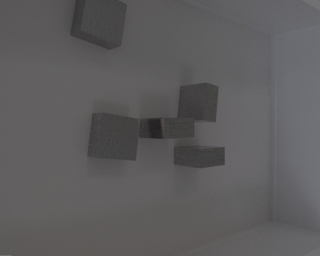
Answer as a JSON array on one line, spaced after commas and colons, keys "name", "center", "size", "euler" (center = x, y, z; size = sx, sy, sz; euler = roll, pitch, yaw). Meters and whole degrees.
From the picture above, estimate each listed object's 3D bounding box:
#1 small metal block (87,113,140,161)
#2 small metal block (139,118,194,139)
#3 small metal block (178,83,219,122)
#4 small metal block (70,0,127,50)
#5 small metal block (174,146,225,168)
[{"name": "small metal block", "center": [-0.053, 0.011, 0.362], "size": [0.050, 0.025, 0.050], "euler": [10, 84, -40]}, {"name": "small metal block", "center": [0.008, 0.000, 0.397], "size": [0.050, 0.050, 0.025], "euler": [-2, 91, -40]}, {"name": "small metal block", "center": [0.053, -0.034, 0.434], "size": [0.025, 0.050, 0.050], "euler": [9, 85, -40]}, {"name": "small metal block", "center": [-0.068, -0.122, 0.349], "size": [0.050, 0.025, 0.050], "euler": [12, 82, -39]}, {"name": "small metal block", "center": [0.055, 0.039, 0.437], "size": [0.050, 0.050, 0.025], "euler": [-1, 91, -40]}]
